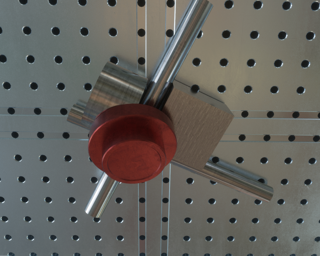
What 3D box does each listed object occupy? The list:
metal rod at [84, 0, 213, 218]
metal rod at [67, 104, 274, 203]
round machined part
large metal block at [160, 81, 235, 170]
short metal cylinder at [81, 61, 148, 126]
[{"bbox_3d":[-0.019,-0.018,0.386,0.025,0.025,0.298,27,100,-10],"label":"metal rod"},{"bbox_3d":[0.021,0.038,0.427,0.302,0.025,0.025,23,108,-9],"label":"metal rod"},{"bbox_3d":[-0.029,0.024,0.343,0.099,0.042,0.097,-5,130,-5],"label":"round machined part"},{"bbox_3d":[0.034,-0.005,0.395,0.080,0.050,0.080,24,108,-9],"label":"large metal block"},{"bbox_3d":[-0.054,-0.033,0.371,0.050,0.080,0.080,24,108,-9],"label":"short metal cylinder"}]
